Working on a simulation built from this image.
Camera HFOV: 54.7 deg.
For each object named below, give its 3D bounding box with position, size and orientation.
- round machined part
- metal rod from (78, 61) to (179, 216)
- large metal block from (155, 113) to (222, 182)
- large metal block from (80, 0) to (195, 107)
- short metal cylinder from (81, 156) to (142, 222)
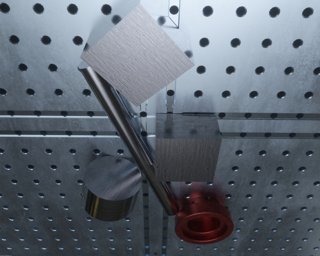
[{"bbox_3d":[0.074,0.157,0.535,0.099,0.042,0.097,0,130,0],"label":"round machined part"},{"bbox_3d":[-0.030,0.033,0.439,0.025,0.025,0.299,-16,129,13],"label":"metal rod"},{"bbox_3d":[0.034,0.028,0.419,0.081,0.050,0.079,1,130,-1],"label":"large metal block"},{"bbox_3d":[-0.022,-0.082,0.325,0.080,0.050,0.080,-33,123,25],"label":"large metal block"},{"bbox_3d":[-0.071,0.087,0.449,0.081,0.080,0.050,10,129,-9],"label":"short metal cylinder"}]
